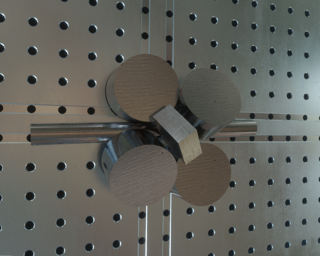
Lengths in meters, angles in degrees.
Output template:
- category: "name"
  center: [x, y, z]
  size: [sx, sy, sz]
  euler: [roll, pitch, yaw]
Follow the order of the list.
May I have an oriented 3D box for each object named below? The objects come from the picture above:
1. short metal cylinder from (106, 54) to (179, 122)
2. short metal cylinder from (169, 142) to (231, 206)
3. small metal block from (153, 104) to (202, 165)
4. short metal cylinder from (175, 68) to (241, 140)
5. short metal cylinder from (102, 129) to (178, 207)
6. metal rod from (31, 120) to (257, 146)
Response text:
- category: "short metal cylinder"
  center: [-0.023, -0.047, 0.387]
  size: [0.081, 0.050, 0.079]
  euler: [0, 90, -20]
- category: "short metal cylinder"
  center: [0.046, 0.058, 0.413]
  size: [0.081, 0.050, 0.079]
  euler: [0, 90, -20]
- category: "small metal block"
  center: [0.021, 0.008, 0.365]
  size: [0.025, 0.050, 0.050]
  euler: [-36, 144, -11]
- category: "short metal cylinder"
  center: [0.057, -0.030, 0.403]
  size: [0.081, 0.050, 0.080]
  euler: [8, 64, -16]
- category: "short metal cylinder"
  center: [-0.026, 0.047, 0.373]
  size: [0.081, 0.050, 0.079]
  euler: [-8, 113, -18]
- category: "metal rod"
  center: [-0.006, 0.004, 0.406]
  size: [0.303, 0.025, 0.025]
  euler: [-2, 91, -20]
